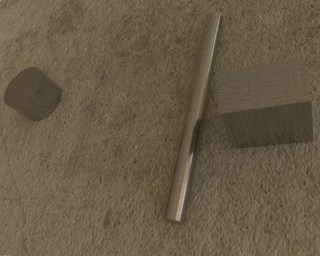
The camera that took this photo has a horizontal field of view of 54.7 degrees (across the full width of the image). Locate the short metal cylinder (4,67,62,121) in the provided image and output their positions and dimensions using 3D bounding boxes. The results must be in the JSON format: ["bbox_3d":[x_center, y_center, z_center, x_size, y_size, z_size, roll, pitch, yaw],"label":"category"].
[{"bbox_3d":[-0.219,-0.058,0.535,0.080,0.050,0.080,-13,56,20],"label":"short metal cylinder"}]

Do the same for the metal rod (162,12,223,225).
[{"bbox_3d":[0.048,-0.031,0.396,0.025,0.025,0.300,0,62,28],"label":"metal rod"}]

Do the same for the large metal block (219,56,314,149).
[{"bbox_3d":[0.111,-0.021,0.323,0.080,0.080,0.050,-8,58,24],"label":"large metal block"}]
